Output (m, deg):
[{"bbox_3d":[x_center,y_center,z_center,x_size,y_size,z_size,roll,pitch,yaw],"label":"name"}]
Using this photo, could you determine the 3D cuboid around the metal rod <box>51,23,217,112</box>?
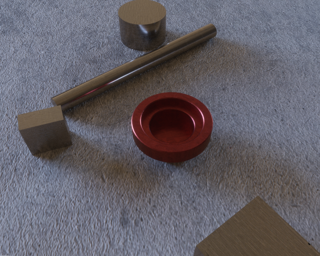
[{"bbox_3d":[-0.026,-0.102,0.488,0.302,0.025,0.025,-31,57,-24],"label":"metal rod"}]

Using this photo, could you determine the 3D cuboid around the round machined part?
[{"bbox_3d":[0.015,0.003,0.390,0.099,0.042,0.098,0,50,0],"label":"round machined part"}]

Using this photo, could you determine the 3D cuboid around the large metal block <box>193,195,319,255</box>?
[{"bbox_3d":[0.088,0.124,0.284,0.081,0.050,0.080,-30,57,-23],"label":"large metal block"}]

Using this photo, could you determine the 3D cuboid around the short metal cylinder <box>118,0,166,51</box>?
[{"bbox_3d":[-0.030,-0.179,0.537,0.081,0.050,0.080,0,50,0],"label":"short metal cylinder"}]

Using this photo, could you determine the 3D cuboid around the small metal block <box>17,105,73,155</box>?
[{"bbox_3d":[-0.140,0.003,0.382,0.050,0.050,0.025,-15,52,-13],"label":"small metal block"}]
